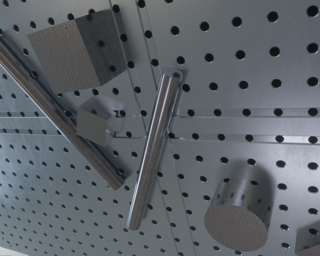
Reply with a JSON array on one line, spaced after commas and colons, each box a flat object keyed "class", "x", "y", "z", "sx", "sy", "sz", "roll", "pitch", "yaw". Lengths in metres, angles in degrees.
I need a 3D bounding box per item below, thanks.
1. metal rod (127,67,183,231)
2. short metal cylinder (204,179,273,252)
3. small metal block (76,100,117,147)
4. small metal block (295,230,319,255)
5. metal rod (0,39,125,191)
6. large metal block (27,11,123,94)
[{"class": "metal rod", "x": -0.016, "y": 0.051, "z": 0.450, "sx": 0.025, "sy": 0.025, "sz": 0.298, "roll": 24, "pitch": 127, "yaw": 13}, {"class": "short metal cylinder", "x": 0.105, "y": 0.116, "z": 0.411, "sx": 0.080, "sy": 0.050, "sz": 0.079, "roll": 13, "pitch": 124, "yaw": 21}, {"class": "small metal block", "x": -0.094, "y": -0.007, "z": 0.457, "sx": 0.050, "sy": 0.025, "sz": 0.050, "roll": 23, "pitch": 127, "yaw": 14}, {"class": "small metal block", "x": 0.213, "y": 0.161, "z": 0.399, "sx": 0.050, "sy": 0.025, "sz": 0.050, "roll": 44, "pitch": 129, "yaw": -2}, {"class": "metal rod", "x": -0.161, "y": -0.019, "z": 0.484, "sx": 0.025, "sy": 0.025, "sz": 0.300, "roll": -34, "pitch": 100, "yaw": 38}, {"class": "large metal block", "x": -0.106, "y": -0.094, "z": 0.393, "sx": 0.080, "sy": 0.050, "sz": 0.080, "roll": -5, "pitch": 116, "yaw": 30}]
